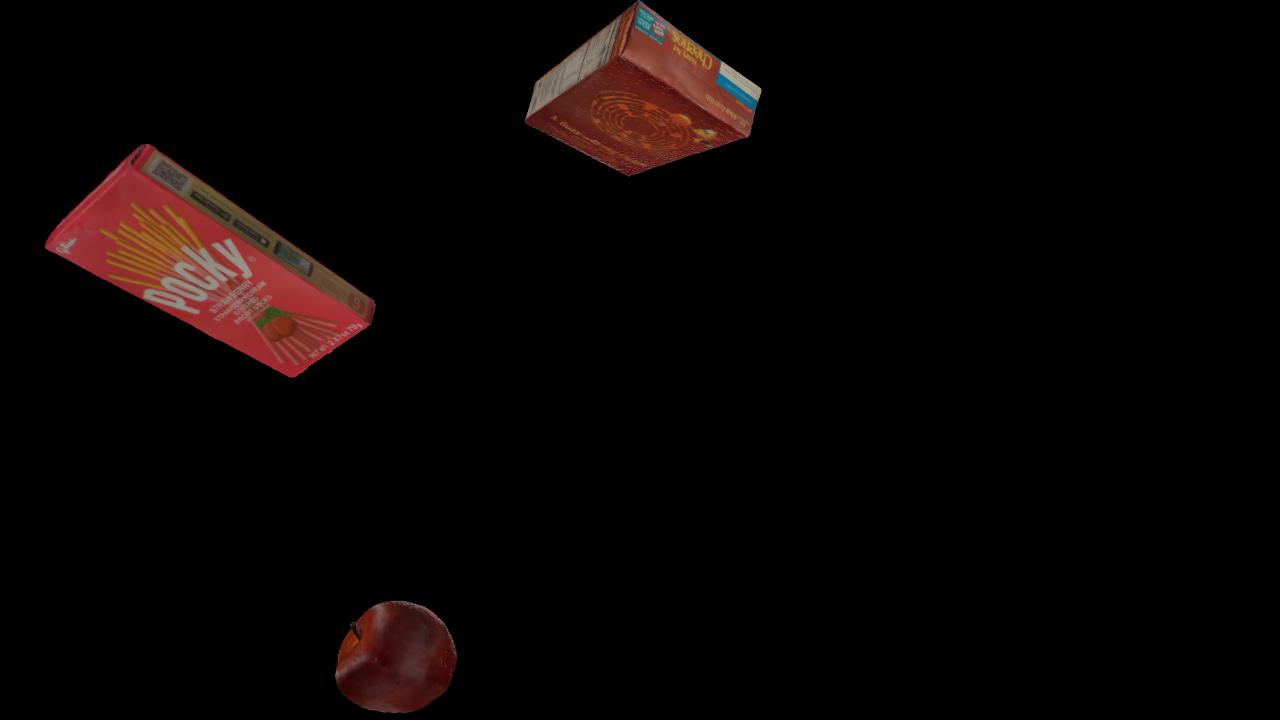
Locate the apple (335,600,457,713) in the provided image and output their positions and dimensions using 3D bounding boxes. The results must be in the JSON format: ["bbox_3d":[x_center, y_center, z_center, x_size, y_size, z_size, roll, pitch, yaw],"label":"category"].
[{"bbox_3d":[-0.191,0.233,0.486,0.093,0.079,0.079,45,-23,-25],"label":"apple"}]

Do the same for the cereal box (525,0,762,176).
[{"bbox_3d":[-0.009,-0.355,0.860,0.203,0.081,0.306,18,-6,-31],"label":"cereal box"}]

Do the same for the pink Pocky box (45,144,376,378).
[{"bbox_3d":[-0.259,-0.052,0.388,0.084,0.029,0.155,-29,-44,17],"label":"pink Pocky box"}]
